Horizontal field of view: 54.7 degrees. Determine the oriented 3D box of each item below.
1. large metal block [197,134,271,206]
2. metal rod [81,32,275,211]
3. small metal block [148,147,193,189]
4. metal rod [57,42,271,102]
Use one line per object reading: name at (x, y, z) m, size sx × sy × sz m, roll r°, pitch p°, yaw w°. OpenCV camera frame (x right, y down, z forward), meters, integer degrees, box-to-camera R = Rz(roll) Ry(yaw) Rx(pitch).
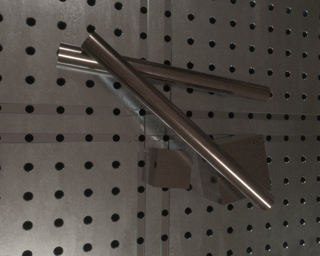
large metal block at (0.103, 0.055, 0.439) m, size 0.081 × 0.050 × 0.079 m, roll -11°, pitch 94°, yaw -20°
metal rod at (0.028, -0.002, 0.379) m, size 0.300 × 0.025 × 0.025 m, roll 42°, pitch 77°, yaw -8°
small metal block at (0.014, 0.054, 0.419) m, size 0.050 × 0.025 × 0.050 m, roll 7°, pitch 88°, yaw -20°
metal rod at (0.020, -0.071, 0.421) m, size 0.302 × 0.025 × 0.025 m, roll 8°, pitch 88°, yaw -20°
